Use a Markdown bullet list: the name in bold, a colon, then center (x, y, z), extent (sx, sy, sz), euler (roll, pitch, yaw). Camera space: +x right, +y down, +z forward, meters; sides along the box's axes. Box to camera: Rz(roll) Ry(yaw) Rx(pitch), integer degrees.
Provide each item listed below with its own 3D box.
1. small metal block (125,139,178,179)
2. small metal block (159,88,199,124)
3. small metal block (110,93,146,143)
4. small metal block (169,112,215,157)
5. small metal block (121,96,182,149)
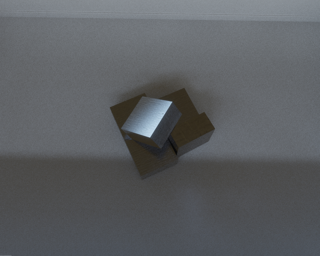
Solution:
- **small metal block**: center (-0.011, 0.031, 0.397), extent (0.050, 0.025, 0.050), euler (-24, 72, -9)
- **small metal block**: center (0.020, -0.019, 0.415), extent (0.050, 0.025, 0.050), euler (-24, 72, -9)
- **small metal block**: center (-0.032, -0.011, 0.412), extent (0.050, 0.025, 0.050), euler (-24, 72, -9)
- **small metal block**: center (0.037, 0.010, 0.391), extent (0.050, 0.050, 0.025), euler (-27, 73, -10)
- **small metal block**: center (-0.010, -0.008, 0.371), extent (0.050, 0.025, 0.050), euler (15, 66, 42)
